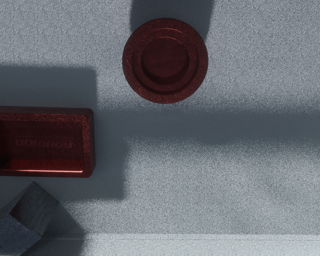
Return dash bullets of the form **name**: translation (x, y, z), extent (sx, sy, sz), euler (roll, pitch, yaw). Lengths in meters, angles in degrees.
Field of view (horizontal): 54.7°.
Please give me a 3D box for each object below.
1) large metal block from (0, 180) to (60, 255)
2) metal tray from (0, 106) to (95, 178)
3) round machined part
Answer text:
- **large metal block**: translation (-0.197, 0.132, 0.428), extent (0.080, 0.080, 0.050), euler (-40, 106, 13)
- **metal tray**: translation (-0.156, 0.019, 0.413), extent (0.131, 0.030, 0.089), euler (1, 110, -1)
- **round machined part**: translation (0.006, -0.081, 0.372), extent (0.099, 0.042, 0.097), euler (0, 110, -1)
